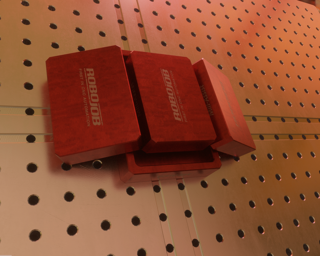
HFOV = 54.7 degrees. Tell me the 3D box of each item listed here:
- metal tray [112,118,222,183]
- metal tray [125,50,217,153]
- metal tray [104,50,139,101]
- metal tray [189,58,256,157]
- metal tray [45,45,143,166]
[{"bbox_3d":[0.009,0.019,0.400,0.131,0.030,0.090,0,62,-28],"label":"metal tray"},{"bbox_3d":[0.010,-0.035,0.394,0.091,0.030,0.130,0,62,-29],"label":"metal tray"},{"bbox_3d":[-0.012,-0.061,0.437,0.131,0.030,0.090,0,62,-28],"label":"metal tray"},{"bbox_3d":[0.088,-0.028,0.447,0.090,0.030,0.130,19,49,-51],"label":"metal tray"},{"bbox_3d":[-0.078,-0.030,0.359,0.091,0.030,0.130,-12,66,-6],"label":"metal tray"}]
